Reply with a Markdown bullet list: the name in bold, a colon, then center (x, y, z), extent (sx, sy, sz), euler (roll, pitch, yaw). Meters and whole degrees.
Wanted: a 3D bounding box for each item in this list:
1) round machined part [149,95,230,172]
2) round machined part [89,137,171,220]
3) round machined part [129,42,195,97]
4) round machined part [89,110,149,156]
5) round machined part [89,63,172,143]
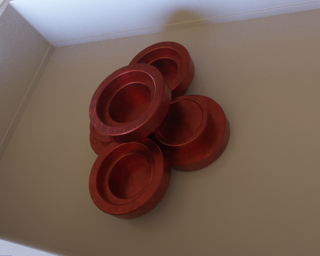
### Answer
- **round machined part**: center (0.031, 0.000, 0.375), extent (0.098, 0.042, 0.098), euler (-13, 56, 20)
- **round machined part**: center (-0.032, 0.060, 0.371), extent (0.098, 0.042, 0.098), euler (-13, 56, 20)
- **round machined part**: center (0.002, -0.069, 0.432), extent (0.098, 0.042, 0.098), euler (-13, 56, 20)
- **round machined part**: center (-0.056, -0.003, 0.422), extent (0.098, 0.042, 0.098), euler (-13, 56, 20)
- **round machined part**: center (-0.031, -0.025, 0.369), extent (0.098, 0.042, 0.098), euler (-13, 56, 20)
